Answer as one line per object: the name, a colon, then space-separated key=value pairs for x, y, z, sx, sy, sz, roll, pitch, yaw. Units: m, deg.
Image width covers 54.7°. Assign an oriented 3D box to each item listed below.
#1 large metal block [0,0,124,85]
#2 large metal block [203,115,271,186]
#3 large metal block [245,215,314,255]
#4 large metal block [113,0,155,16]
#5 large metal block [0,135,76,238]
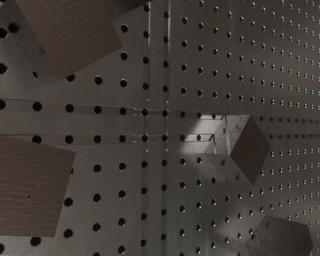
large metal block: x=-0.097 y=-0.099 z=0.312 sx=0.080 sy=0.050 sz=0.080 roll=-39 pitch=114 yaw=-33
large metal block: x=0.128 y=0.035 z=0.503 sx=0.080 sy=0.050 sz=0.080 roll=49 pitch=61 yaw=-29
large metal block: x=0.216 y=0.211 z=0.558 sx=0.080 sy=0.080 sz=0.050 roll=-37 pitch=113 yaw=-34
large metal block: x=-0.023 y=-0.186 z=0.355 sx=0.050 sy=0.080 sz=0.080 roll=-39 pitch=114 yaw=-33
large metal block: x=-0.134 y=0.051 z=0.282 sx=0.080 sy=0.050 sz=0.080 roll=19 pitch=78 yaw=-39
